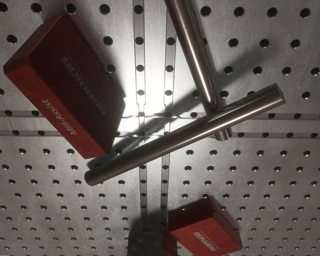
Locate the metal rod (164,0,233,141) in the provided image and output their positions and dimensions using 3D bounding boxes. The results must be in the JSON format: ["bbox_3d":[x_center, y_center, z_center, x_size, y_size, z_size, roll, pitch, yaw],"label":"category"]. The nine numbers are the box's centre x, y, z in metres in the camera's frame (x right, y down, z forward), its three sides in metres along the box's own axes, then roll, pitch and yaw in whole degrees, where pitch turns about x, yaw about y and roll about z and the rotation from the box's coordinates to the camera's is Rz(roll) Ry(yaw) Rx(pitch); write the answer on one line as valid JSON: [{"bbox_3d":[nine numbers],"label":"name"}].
[{"bbox_3d":[0.032,-0.097,0.329,0.025,0.025,0.299,-17,129,13],"label":"metal rod"}]

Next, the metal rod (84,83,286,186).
[{"bbox_3d":[0.012,0.020,0.405,0.300,0.025,0.025,-26,126,28],"label":"metal rod"}]

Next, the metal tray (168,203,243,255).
[{"bbox_3d":[0.086,0.198,0.579,0.090,0.030,0.130,-27,126,20],"label":"metal tray"}]

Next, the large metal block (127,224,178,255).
[{"bbox_3d":[-0.014,0.239,0.579,0.080,0.080,0.050,-26,126,20],"label":"large metal block"}]

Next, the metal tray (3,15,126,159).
[{"bbox_3d":[-0.090,-0.040,0.330,0.030,0.090,0.130,-15,130,23],"label":"metal tray"}]
